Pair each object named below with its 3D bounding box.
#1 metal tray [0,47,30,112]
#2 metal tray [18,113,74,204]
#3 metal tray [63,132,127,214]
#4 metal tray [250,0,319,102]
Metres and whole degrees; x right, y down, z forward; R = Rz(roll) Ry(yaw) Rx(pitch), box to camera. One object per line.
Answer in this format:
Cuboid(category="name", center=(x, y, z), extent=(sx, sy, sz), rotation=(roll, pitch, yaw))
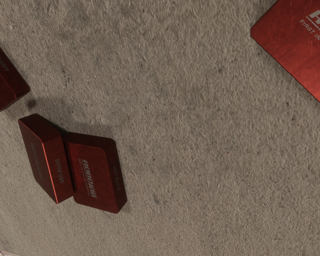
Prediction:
Cuboid(category="metal tray", center=(-0.276, -0.092, 0.489), extent=(0.090, 0.030, 0.130), rotation=(-23, 107, 36))
Cuboid(category="metal tray", center=(-0.187, 0.051, 0.509), extent=(0.090, 0.030, 0.129), rotation=(29, 132, 39))
Cuboid(category="metal tray", center=(-0.109, 0.074, 0.504), extent=(0.090, 0.030, 0.129), rotation=(7, 122, 24))
Cuboid(category="metal tray", center=(0.159, -0.076, 0.273), extent=(0.130, 0.030, 0.090), rotation=(43, 129, -2))
